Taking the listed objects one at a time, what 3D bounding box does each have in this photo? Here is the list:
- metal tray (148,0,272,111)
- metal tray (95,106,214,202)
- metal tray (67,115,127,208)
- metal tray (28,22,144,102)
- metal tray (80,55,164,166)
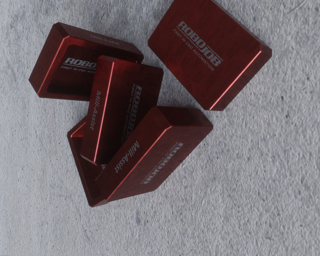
[{"bbox_3d":[0.051,-0.094,0.360,0.090,0.030,0.130,-52,60,27],"label":"metal tray"},{"bbox_3d":[-0.007,0.032,0.368,0.129,0.091,0.030,-51,61,28],"label":"metal tray"},{"bbox_3d":[-0.091,0.044,0.475,0.090,0.030,0.130,-35,69,34],"label":"metal tray"},{"bbox_3d":[-0.093,-0.079,0.413,0.030,0.131,0.090,51,119,27],"label":"metal tray"},{"bbox_3d":[-0.047,-0.021,0.400,0.030,0.091,0.129,21,103,38],"label":"metal tray"}]
